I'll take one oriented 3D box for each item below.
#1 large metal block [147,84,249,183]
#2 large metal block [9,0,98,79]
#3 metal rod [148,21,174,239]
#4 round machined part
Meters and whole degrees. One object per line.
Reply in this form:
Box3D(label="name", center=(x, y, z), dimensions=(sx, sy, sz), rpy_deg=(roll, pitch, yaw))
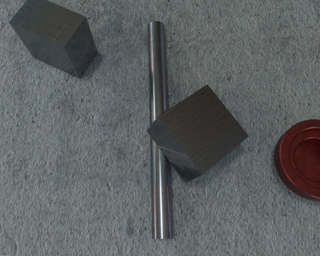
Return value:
Box3D(label="large metal block", center=(0.045, 0.007, 0.377), dimensions=(0.080, 0.050, 0.080), rpy_deg=(-34, 83, -25))
Box3D(label="large metal block", center=(-0.140, -0.121, 0.422), dimensions=(0.080, 0.080, 0.050), rpy_deg=(25, 72, 9))
Box3D(label="metal rod", center=(-0.001, -0.011, 0.412), dimensions=(0.025, 0.025, 0.299), rpy_deg=(-2, 70, -1))
Box3D(label="round machined part", center=(0.191, 0.042, 0.385), dimensions=(0.099, 0.042, 0.098), rpy_deg=(0, 70, 0))
